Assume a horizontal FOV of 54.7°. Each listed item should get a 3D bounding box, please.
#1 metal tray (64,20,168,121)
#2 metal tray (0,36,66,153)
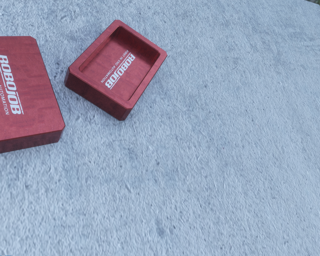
[{"bbox_3d":[-0.055,-0.082,0.420,0.090,0.030,0.130,33,51,-7],"label":"metal tray"},{"bbox_3d":[-0.167,-0.040,0.335,0.091,0.030,0.130,-12,68,-33],"label":"metal tray"}]
